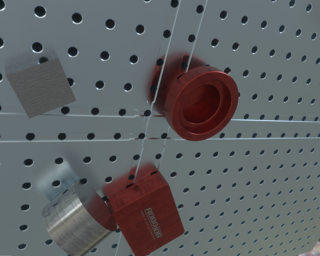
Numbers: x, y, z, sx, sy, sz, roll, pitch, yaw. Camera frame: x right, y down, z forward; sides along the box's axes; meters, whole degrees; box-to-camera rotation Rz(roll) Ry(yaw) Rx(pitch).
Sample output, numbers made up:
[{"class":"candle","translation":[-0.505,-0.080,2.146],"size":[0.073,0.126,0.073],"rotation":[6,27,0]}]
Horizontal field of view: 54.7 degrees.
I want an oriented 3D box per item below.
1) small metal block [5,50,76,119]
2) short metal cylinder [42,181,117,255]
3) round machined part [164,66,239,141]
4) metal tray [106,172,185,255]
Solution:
[{"class":"small metal block","translation":[-0.121,-0.045,0.317],"size":[0.050,0.025,0.050],"rotation":[-24,127,-14]},{"class":"short metal cylinder","translation":[-0.100,0.114,0.391],"size":[0.050,0.080,0.080],"rotation":[-40,129,-1]},{"class":"round machined part","translation":[0.050,-0.035,0.406],"size":[0.099,0.042,0.097],"rotation":[-14,124,-21]},{"class":"metal tray","translation":[-0.018,0.140,0.484],"size":[0.091,0.030,0.129],"rotation":[-27,128,-12]}]
